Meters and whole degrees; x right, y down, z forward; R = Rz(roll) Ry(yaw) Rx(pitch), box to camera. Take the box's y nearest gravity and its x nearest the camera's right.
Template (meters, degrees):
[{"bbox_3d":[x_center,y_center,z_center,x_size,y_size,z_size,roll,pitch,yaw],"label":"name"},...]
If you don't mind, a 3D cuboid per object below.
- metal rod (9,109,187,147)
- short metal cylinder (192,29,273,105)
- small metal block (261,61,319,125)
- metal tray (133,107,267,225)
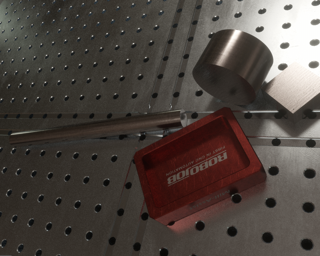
[{"bbox_3d":[-0.106,0.004,0.459,0.301,0.025,0.025,-7,59,24],"label":"metal rod"},{"bbox_3d":[0.086,-0.071,0.370,0.080,0.080,0.050,19,72,35],"label":"short metal cylinder"},{"bbox_3d":[0.154,-0.040,0.352,0.050,0.025,0.050,-39,51,1],"label":"small metal block"},{"bbox_3d":[0.041,0.043,0.356,0.130,0.030,0.090,-27,52,10],"label":"metal tray"}]
